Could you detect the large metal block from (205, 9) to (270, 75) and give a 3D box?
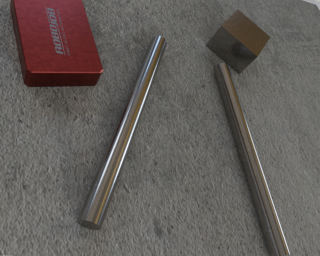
[{"bbox_3d":[0.143,-0.158,0.564,0.080,0.050,0.080,40,51,-1],"label":"large metal block"}]

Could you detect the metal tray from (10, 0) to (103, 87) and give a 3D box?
[{"bbox_3d":[-0.135,-0.115,0.399,0.091,0.030,0.130,-6,65,-31],"label":"metal tray"}]

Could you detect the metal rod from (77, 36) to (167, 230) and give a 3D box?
[{"bbox_3d":[-0.036,-0.019,0.397,0.025,0.025,0.300,26,52,-13],"label":"metal rod"}]

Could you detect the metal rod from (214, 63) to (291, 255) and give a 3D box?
[{"bbox_3d":[0.127,0.030,0.456,0.025,0.025,0.299,4,60,-27],"label":"metal rod"}]
